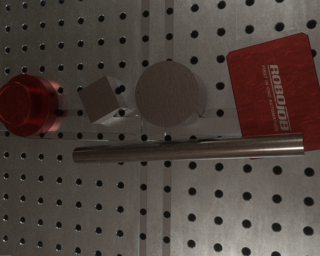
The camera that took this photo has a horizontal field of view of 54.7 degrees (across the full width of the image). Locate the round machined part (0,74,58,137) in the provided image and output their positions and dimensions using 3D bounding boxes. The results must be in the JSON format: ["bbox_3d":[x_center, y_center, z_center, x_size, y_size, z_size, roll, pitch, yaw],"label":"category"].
[{"bbox_3d":[-0.211,-0.035,0.476,0.098,0.042,0.097,0,90,19],"label":"round machined part"}]

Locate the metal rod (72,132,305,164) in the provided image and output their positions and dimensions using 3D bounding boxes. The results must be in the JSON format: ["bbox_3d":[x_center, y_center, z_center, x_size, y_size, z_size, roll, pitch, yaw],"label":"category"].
[{"bbox_3d":[0.014,0.028,0.386,0.300,0.025,0.025,-5,88,27],"label":"metal rod"}]

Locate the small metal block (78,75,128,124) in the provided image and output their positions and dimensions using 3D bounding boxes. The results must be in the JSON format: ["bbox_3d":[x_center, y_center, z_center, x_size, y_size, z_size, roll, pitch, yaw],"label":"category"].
[{"bbox_3d":[-0.081,-0.039,0.440,0.050,0.025,0.050,-27,81,17],"label":"small metal block"}]

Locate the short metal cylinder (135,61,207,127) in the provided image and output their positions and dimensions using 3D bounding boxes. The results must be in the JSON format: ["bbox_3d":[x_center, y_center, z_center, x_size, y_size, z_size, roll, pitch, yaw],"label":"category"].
[{"bbox_3d":[0.015,-0.041,0.393,0.080,0.050,0.079,0,90,19],"label":"short metal cylinder"}]

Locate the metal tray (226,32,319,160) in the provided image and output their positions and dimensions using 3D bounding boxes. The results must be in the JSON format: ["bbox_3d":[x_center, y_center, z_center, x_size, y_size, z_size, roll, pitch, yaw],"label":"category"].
[{"bbox_3d":[0.136,-0.034,0.362,0.090,0.030,0.129,-12,86,19],"label":"metal tray"}]
